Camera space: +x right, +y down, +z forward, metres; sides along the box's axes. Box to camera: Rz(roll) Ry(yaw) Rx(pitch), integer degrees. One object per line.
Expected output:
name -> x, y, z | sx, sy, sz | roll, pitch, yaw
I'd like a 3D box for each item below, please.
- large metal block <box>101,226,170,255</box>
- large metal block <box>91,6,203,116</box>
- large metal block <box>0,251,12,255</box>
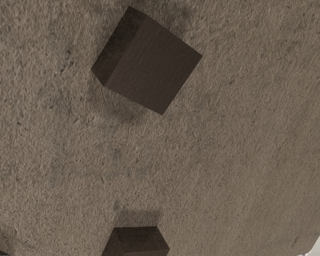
large metal block -> -0.043, 0.207, 0.497 | 0.081, 0.050, 0.079 | 11, 113, -33
large metal block -> -0.015, -0.072, 0.340 | 0.080, 0.050, 0.080 | 25, 105, -37
large metal block -> -0.239, 0.188, 0.376 | 0.080, 0.050, 0.080 | -38, 130, -3
